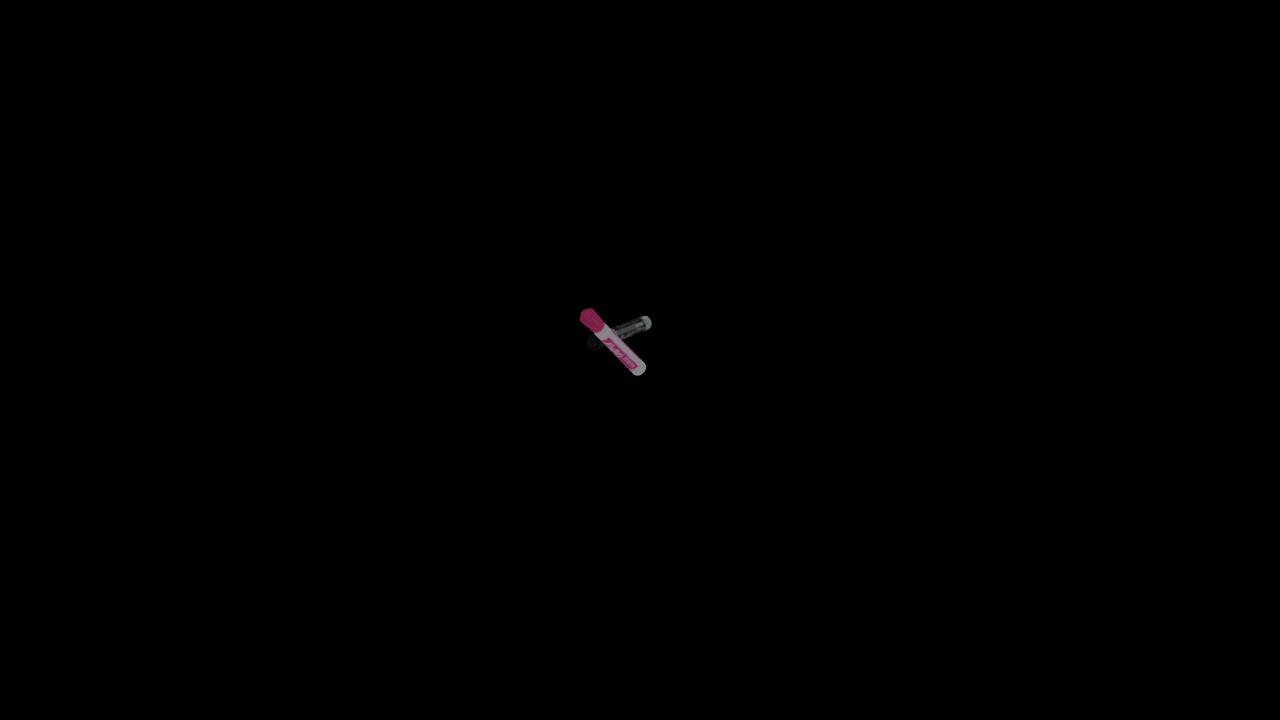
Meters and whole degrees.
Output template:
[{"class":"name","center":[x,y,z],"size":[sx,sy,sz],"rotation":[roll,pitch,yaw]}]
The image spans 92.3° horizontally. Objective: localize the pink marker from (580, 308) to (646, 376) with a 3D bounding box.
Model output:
[{"class":"pink marker","center":[-0.029,-0.019,0.686],"size":[0.020,0.020,0.121],"rotation":[0,-30,34]}]

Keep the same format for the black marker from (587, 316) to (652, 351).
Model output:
[{"class":"black marker","center":[-0.024,-0.033,0.736],"size":[0.020,0.020,0.121],"rotation":[0,14,32]}]
